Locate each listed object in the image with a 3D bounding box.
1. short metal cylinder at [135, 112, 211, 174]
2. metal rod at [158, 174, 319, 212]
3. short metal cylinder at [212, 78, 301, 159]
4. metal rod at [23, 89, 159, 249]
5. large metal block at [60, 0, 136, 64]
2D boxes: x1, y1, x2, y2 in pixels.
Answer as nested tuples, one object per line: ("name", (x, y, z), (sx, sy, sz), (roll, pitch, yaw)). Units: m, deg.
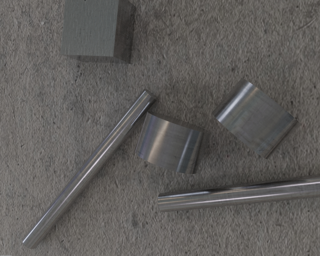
("short metal cylinder", (0.015, 0.016, 0.374), (0.080, 0.080, 0.050), (21, 97, 18))
("metal rod", (0.142, 0.071, 0.358), (0.301, 0.025, 0.025), (-11, 86, 19))
("short metal cylinder", (0.105, -0.011, 0.343), (0.080, 0.080, 0.050), (43, 103, 15))
("metal rod", (-0.106, 0.066, 0.446), (0.025, 0.025, 0.299), (44, 103, 14))
("large metal block", (-0.084, -0.134, 0.425), (0.080, 0.050, 0.079), (7, 92, 19))
